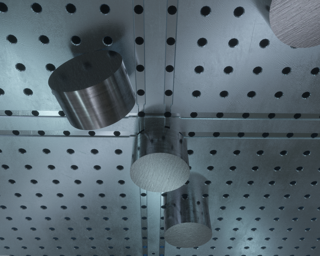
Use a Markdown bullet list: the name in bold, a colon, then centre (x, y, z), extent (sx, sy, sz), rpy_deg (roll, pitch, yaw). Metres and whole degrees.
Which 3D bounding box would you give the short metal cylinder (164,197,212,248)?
- **short metal cylinder**: centre (0.047, 0.164, 0.536), extent (0.081, 0.050, 0.079), rpy_deg (0, 130, 0)

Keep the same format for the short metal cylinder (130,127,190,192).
- **short metal cylinder**: centre (0.000, 0.045, 0.434), extent (0.081, 0.050, 0.079), rpy_deg (-1, 130, 0)

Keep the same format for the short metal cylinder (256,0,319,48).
- **short metal cylinder**: centre (0.137, -0.124, 0.292), extent (0.081, 0.050, 0.079), rpy_deg (0, 130, 0)

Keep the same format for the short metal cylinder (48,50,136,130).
- **short metal cylinder**: centre (-0.072, -0.043, 0.338), extent (0.080, 0.080, 0.050), rpy_deg (-10, 130, 8)
